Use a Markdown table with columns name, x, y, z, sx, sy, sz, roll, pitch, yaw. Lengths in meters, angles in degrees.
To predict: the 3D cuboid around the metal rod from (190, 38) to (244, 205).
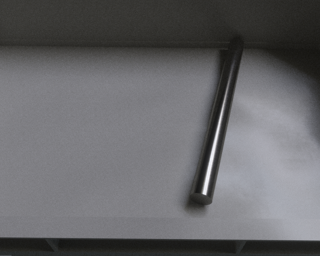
| name | x | y | z | sx | sy | sz | roll | pitch | yaw |
| --- | --- | --- | --- | --- | --- | --- | --- | --- | --- |
| metal rod | 0.088 | -0.032 | 0.432 | 0.025 | 0.025 | 0.300 | 13 | 51 | 10 |
